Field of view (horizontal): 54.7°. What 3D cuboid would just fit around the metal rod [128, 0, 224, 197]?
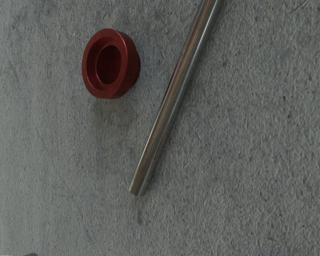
[{"bbox_3d":[0.020,-0.045,0.388,0.025,0.025,0.298,34,111,35],"label":"metal rod"}]

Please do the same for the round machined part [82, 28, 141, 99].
[{"bbox_3d":[-0.067,-0.090,0.449,0.098,0.042,0.097,0,90,40],"label":"round machined part"}]

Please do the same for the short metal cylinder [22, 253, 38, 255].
[{"bbox_3d":[-0.271,0.296,0.613,0.080,0.050,0.079,0,90,40],"label":"short metal cylinder"}]
